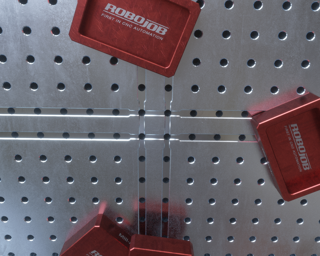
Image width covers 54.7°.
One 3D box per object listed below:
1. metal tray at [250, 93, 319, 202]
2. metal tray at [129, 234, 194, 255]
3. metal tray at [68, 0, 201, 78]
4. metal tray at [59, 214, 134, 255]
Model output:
[{"bbox_3d":[0.190,0.029,0.423,0.090,0.030,0.129,-24,109,8],"label":"metal tray"},{"bbox_3d":[-0.007,0.224,0.460,0.091,0.030,0.129,9,110,-4],"label":"metal tray"},{"bbox_3d":[-0.029,-0.125,0.364,0.131,0.030,0.089,20,109,-8],"label":"metal tray"},{"bbox_3d":[-0.078,0.206,0.486,0.090,0.030,0.130,-42,105,13],"label":"metal tray"}]
